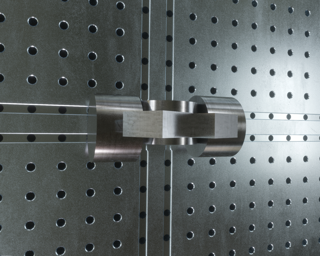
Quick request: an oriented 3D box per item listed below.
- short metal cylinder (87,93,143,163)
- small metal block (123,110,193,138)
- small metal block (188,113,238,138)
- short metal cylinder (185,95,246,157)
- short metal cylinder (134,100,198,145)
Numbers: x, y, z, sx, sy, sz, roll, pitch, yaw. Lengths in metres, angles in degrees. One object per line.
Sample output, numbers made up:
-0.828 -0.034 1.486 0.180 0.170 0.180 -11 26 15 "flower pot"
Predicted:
-0.055 0.000 0.363 0.050 0.080 0.080 1 90 -20 "short metal cylinder"
-0.001 -0.004 0.312 0.050 0.050 0.025 1 90 -52 "small metal block"
0.050 -0.002 0.336 0.050 0.050 0.025 1 90 -51 "small metal block"
0.068 -0.002 0.408 0.050 0.080 0.079 1 90 -19 "short metal cylinder"
0.007 -0.006 0.386 0.081 0.080 0.050 1 90 -20 "short metal cylinder"
